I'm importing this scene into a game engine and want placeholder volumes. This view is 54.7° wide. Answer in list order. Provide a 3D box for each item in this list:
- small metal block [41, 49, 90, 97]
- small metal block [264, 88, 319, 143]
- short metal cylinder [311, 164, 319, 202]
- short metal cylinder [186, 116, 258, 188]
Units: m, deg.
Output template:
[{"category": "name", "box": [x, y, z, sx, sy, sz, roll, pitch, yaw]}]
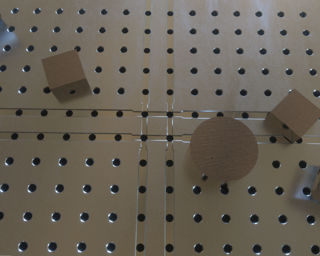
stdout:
[{"category": "small metal block", "box": [-0.133, -0.078, 0.439, 0.050, 0.025, 0.050, -19, 71, -7]}, {"category": "small metal block", "box": [0.181, -0.016, 0.419, 0.050, 0.025, 0.050, -42, 75, -14]}, {"category": "short metal cylinder", "box": [0.226, 0.067, 0.360, 0.080, 0.080, 0.050, 24, 72, 8]}, {"category": "short metal cylinder", "box": [0.075, 0.032, 0.387, 0.081, 0.050, 0.080, 0, 70, 0]}]
